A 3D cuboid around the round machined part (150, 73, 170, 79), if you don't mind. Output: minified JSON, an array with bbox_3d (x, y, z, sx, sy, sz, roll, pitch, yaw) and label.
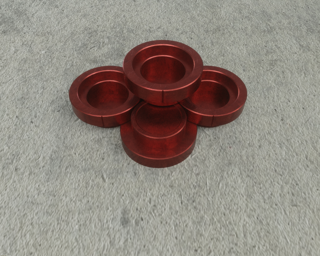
[{"bbox_3d":[-0.001,-0.077,0.458,0.099,0.042,0.098,0,50,0],"label":"round machined part"}]

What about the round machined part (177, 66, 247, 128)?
[{"bbox_3d":[0.066,-0.039,0.427,0.099,0.042,0.098,0,50,0],"label":"round machined part"}]

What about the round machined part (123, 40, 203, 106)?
[{"bbox_3d":[0.004,-0.066,0.394,0.099,0.042,0.098,0,50,0],"label":"round machined part"}]

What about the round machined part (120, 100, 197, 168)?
[{"bbox_3d":[-0.002,-0.001,0.394,0.099,0.042,0.098,0,50,0],"label":"round machined part"}]

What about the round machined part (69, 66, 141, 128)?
[{"bbox_3d":[-0.070,-0.038,0.425,0.099,0.042,0.098,0,50,0],"label":"round machined part"}]
